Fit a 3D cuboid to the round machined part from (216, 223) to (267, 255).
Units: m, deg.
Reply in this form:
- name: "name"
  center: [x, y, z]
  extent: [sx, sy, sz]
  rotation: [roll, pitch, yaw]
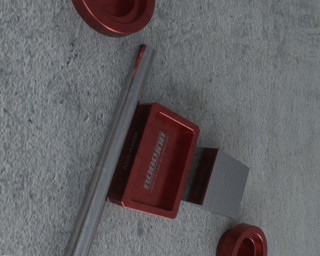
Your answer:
- name: "round machined part"
  center: [0.129, 0.204, 0.502]
  extent: [0.099, 0.042, 0.097]
  rotation: [0, 90, -40]

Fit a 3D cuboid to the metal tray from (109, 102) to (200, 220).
- name: "metal tray"
  center: [-0.003, 0.043, 0.398]
  extent: [0.090, 0.030, 0.130]
  rotation: [27, 73, -37]

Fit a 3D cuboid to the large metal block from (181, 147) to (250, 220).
- name: "large metal block"
  center: [0.080, 0.081, 0.455]
  extent: [0.080, 0.050, 0.080]
  rotation: [30, 71, -36]

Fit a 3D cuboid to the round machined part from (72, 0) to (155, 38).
- name: "round machined part"
  center: [-0.056, -0.150, 0.346]
  extent: [0.099, 0.042, 0.097]
  rotation: [0, 90, -40]

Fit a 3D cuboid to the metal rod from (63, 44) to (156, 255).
- name: "metal rod"
  center: [-0.060, 0.040, 0.354]
  extent: [0.025, 0.025, 0.299]
  rotation: [28, 73, -37]
